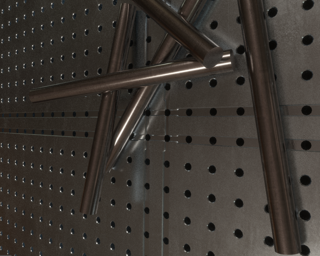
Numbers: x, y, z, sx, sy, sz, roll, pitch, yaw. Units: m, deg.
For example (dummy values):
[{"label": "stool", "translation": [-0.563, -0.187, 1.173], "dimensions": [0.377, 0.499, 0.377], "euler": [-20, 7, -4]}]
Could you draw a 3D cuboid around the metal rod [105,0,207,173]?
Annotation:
[{"label": "metal rod", "translation": [-0.016, -0.056, 0.420], "dimensions": [0.025, 0.025, 0.298], "euler": [45, 117, 30]}]

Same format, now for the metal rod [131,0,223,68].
[{"label": "metal rod", "translation": [-0.021, -0.168, 0.400], "dimensions": [0.300, 0.025, 0.025], "euler": [52, 120, 35]}]

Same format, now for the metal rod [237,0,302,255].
[{"label": "metal rod", "translation": [0.108, -0.027, 0.318], "dimensions": [0.025, 0.025, 0.298], "euler": [-11, 83, 39]}]

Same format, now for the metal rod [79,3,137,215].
[{"label": "metal rod", "translation": [-0.074, -0.027, 0.442], "dimensions": [0.025, 0.025, 0.298], "euler": [10, 89, 39]}]

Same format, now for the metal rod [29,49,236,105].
[{"label": "metal rod", "translation": [-0.054, -0.062, 0.407], "dimensions": [0.300, 0.025, 0.025], "euler": [-6, 86, 25]}]
